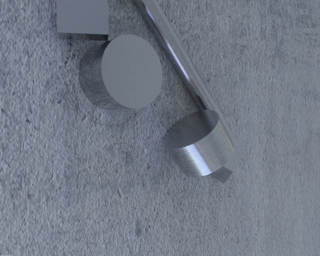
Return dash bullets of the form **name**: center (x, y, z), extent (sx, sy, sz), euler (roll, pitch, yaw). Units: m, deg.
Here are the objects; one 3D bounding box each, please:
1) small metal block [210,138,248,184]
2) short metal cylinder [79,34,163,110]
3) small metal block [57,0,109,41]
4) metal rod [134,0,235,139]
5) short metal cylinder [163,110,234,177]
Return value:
- **small metal block**: center (0.106, 0.051, 0.478), extent (0.025, 0.050, 0.050), euler (31, 62, 12)
- **short metal cylinder**: center (-0.044, -0.061, 0.353), extent (0.081, 0.050, 0.079), euler (0, 91, -40)
- **small metal block**: center (-0.081, -0.121, 0.325), extent (0.050, 0.025, 0.050), euler (-1, 91, -13)
- **metal rod**: center (0.032, -0.090, 0.433), extent (0.025, 0.025, 0.299), euler (-50, 120, -28)
- **short metal cylinder**: center (0.052, 0.019, 0.415), extent (0.080, 0.080, 0.050), euler (-47, 118, -30)
